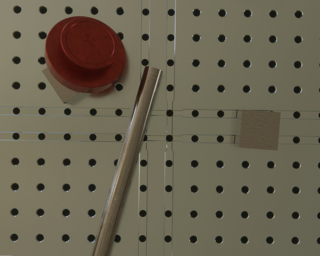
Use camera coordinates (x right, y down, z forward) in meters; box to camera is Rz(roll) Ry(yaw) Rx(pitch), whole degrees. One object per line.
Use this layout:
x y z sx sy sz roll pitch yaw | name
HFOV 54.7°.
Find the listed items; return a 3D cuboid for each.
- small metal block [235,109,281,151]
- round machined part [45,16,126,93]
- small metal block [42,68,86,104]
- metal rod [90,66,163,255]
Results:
0.130 0.002 0.414 0.050 0.025 0.050 5 90 0 | small metal block
-0.090 -0.096 0.384 0.099 0.042 0.098 7 73 -22 | round machined part
-0.118 -0.067 0.412 0.050 0.025 0.050 -34 90 0 | small metal block
-0.049 0.065 0.412 0.025 0.025 0.298 16 90 0 | metal rod
